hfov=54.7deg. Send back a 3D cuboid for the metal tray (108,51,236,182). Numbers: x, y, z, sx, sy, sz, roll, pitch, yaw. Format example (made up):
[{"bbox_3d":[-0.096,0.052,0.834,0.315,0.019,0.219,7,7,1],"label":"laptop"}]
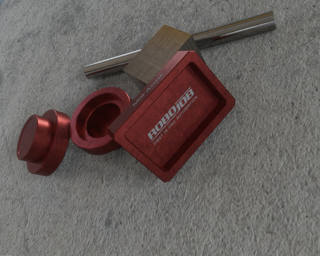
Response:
[{"bbox_3d":[0.016,-0.014,0.359,0.130,0.090,0.030,-49,25,-6],"label":"metal tray"}]

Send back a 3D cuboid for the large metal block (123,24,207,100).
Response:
[{"bbox_3d":[0.012,-0.073,0.407,0.050,0.080,0.080,35,81,38],"label":"large metal block"}]

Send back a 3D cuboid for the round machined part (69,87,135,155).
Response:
[{"bbox_3d":[-0.074,-0.006,0.435,0.098,0.042,0.098,-13,56,21],"label":"round machined part"}]

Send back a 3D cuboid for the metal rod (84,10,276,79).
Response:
[{"bbox_3d":[0.015,-0.119,0.468,0.300,0.025,0.025,-10,57,22],"label":"metal rod"}]

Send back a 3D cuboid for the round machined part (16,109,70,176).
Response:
[{"bbox_3d":[-0.174,0.018,0.451,0.098,0.042,0.098,-24,56,42],"label":"round machined part"}]
